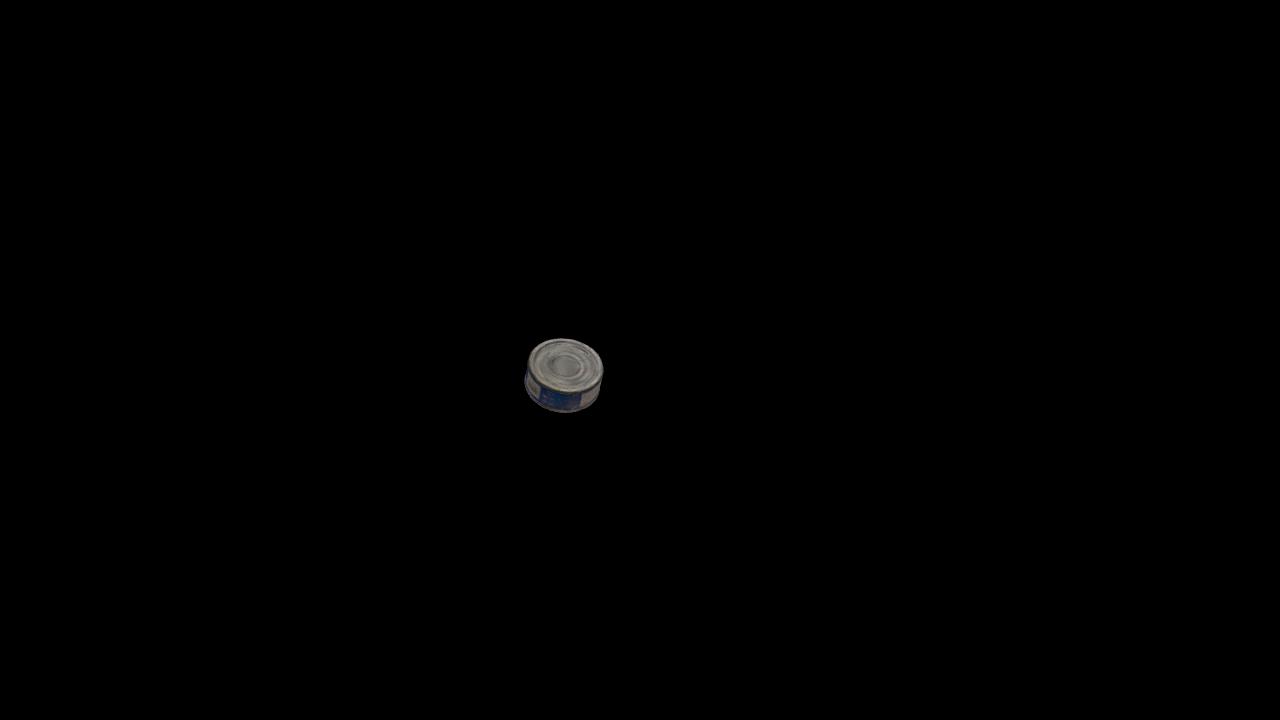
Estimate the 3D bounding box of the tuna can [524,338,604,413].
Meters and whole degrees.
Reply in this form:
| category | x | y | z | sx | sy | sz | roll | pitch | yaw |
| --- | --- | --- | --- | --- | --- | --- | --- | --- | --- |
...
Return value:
| category | x | y | z | sx | sy | sz | roll | pitch | yaw |
| --- | --- | --- | --- | --- | --- | --- | --- | --- | --- |
| tuna can | -0.083 | 0.015 | 0.672 | 0.084 | 0.084 | 0.034 | 0 | -44 | -17 |
